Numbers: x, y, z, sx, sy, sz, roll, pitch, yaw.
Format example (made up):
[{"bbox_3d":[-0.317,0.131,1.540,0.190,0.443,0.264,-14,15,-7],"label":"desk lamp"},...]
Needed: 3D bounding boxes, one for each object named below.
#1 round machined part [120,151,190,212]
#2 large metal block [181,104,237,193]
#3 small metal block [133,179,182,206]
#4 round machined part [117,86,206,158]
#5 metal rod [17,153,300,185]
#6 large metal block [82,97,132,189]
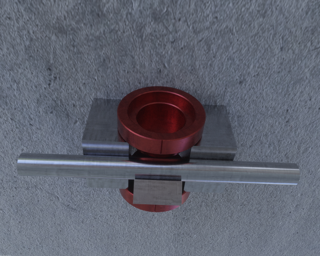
[{"bbox_3d":[-0.005,0.060,0.411,0.099,0.098,0.042,4,125,-3],"label":"round machined part"},{"bbox_3d":[0.057,0.025,0.395,0.050,0.080,0.079,3,130,-3],"label":"large metal block"},{"bbox_3d":[-0.002,0.071,0.346,0.050,0.025,0.050,2,171,0],"label":"small metal block"},{"bbox_3d":[0.001,-0.004,0.357,0.099,0.098,0.042,3,131,-3],"label":"round machined part"},{"bbox_3d":[0.001,0.046,0.342,0.302,0.025,0.025,2,130,-3],"label":"metal rod"},{"bbox_3d":[-0.062,0.019,0.388,0.050,0.080,0.079,3,130,-3],"label":"large metal block"}]
